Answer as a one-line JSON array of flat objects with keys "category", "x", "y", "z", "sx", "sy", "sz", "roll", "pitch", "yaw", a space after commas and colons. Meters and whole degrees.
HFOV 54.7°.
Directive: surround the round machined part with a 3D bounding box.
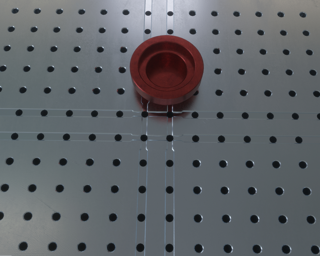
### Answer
[{"category": "round machined part", "x": 0.009, "y": -0.076, "z": 0.430, "sx": 0.099, "sy": 0.042, "sz": 0.098, "roll": 0, "pitch": 70, "yaw": 0}]
